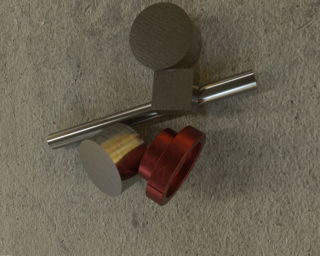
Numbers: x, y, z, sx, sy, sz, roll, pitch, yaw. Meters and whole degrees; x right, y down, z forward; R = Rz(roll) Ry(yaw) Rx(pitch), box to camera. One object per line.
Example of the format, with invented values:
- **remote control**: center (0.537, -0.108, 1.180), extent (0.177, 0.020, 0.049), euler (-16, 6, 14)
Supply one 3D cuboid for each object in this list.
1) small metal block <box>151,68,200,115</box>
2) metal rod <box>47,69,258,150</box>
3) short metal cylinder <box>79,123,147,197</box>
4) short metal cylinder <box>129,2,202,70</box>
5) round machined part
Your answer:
- **small metal block**: center (0.019, -0.043, 0.376), extent (0.050, 0.025, 0.050), euler (1, 81, 22)
- **metal rod**: center (-0.024, -0.019, 0.417), extent (0.301, 0.025, 0.025), euler (-16, 85, 19)
- **short metal cylinder**: center (-0.057, 0.040, 0.396), extent (0.080, 0.050, 0.079), euler (26, 131, 34)
- **short metal cylinder**: center (0.008, -0.110, 0.393), extent (0.080, 0.050, 0.079), euler (0, 90, 20)
- **round machined part**: center (0.011, 0.039, 0.366), extent (0.042, 0.098, 0.098), euler (31, 100, 17)
